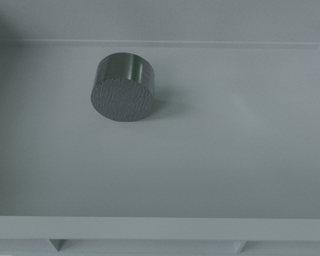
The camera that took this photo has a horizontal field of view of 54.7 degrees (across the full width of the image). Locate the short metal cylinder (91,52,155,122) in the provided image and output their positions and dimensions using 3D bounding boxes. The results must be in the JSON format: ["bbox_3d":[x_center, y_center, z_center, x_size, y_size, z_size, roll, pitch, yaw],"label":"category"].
[{"bbox_3d":[-0.048,-0.053,0.413,0.081,0.080,0.050,1,50,0],"label":"short metal cylinder"}]
